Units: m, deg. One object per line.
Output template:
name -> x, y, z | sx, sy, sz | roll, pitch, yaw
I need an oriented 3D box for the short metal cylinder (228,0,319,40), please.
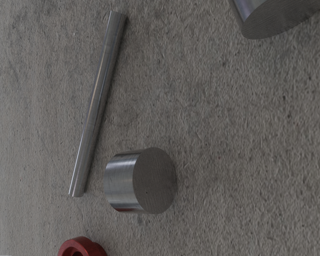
short metal cylinder -> 0.104, -0.125, 0.283 | 0.080, 0.081, 0.050 | -28, 73, 36

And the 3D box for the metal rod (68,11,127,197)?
metal rod -> -0.101, -0.029, 0.488 | 0.025, 0.025, 0.298 | 26, 106, 37

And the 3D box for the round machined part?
round machined part -> -0.117, 0.221, 0.491 | 0.098, 0.042, 0.097 | 0, 90, 40

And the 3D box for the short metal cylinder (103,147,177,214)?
short metal cylinder -> -0.023, 0.066, 0.388 | 0.050, 0.081, 0.080 | -12, 83, 39
